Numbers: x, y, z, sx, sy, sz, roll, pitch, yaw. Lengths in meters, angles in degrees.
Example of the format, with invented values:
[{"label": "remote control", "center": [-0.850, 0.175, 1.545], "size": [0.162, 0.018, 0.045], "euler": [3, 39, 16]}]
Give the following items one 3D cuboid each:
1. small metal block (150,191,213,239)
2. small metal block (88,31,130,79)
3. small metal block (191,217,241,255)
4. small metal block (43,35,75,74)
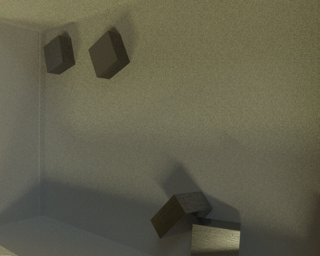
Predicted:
[{"label": "small metal block", "center": [0.025, 0.102, 0.366], "size": [0.050, 0.050, 0.025], "euler": [-52, 53, 27]}, {"label": "small metal block", "center": [-0.078, -0.109, 0.468], "size": [0.050, 0.025, 0.050], "euler": [-31, 71, 35]}, {"label": "small metal block", "center": [0.062, 0.130, 0.343], "size": [0.050, 0.025, 0.050], "euler": [4, 93, 16]}, {"label": "small metal block", "center": [-0.180, -0.129, 0.552], "size": [0.050, 0.025, 0.050], "euler": [-19, 78, 38]}]
